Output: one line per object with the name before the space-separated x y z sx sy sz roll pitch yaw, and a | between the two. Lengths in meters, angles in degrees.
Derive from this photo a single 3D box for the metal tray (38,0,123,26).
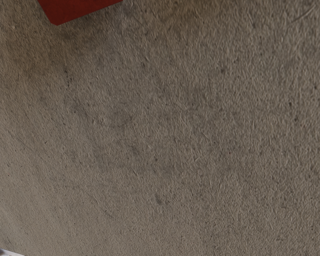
metal tray | -0.099 -0.180 0.308 0.090 0.030 0.130 -15 125 14
